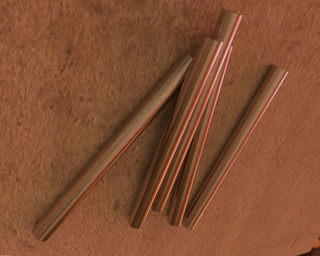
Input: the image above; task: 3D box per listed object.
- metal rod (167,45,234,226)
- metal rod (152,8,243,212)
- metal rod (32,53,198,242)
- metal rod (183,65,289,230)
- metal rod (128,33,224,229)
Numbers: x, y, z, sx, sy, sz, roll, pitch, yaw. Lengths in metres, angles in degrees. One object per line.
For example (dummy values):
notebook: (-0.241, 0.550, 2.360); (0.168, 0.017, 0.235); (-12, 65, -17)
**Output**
metal rod: (0.052, 0.025, 0.452); (0.025, 0.025, 0.298); (-3, 120, -28)
metal rod: (0.038, -0.005, 0.413); (0.025, 0.025, 0.298); (2, 121, -30)
metal rod: (-0.059, 0.028, 0.393); (0.299, 0.025, 0.025); (-49, 129, 6)
metal rod: (0.112, 0.040, 0.495); (0.025, 0.025, 0.298); (14, 111, -35)
metal rod: (0.011, 0.024, 0.408); (0.025, 0.025, 0.298); (3, 123, -30)
